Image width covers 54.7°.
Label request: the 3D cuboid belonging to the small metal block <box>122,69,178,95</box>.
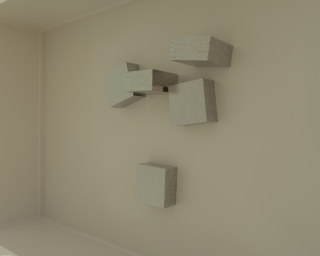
[{"bbox_3d":[-0.012,-0.058,0.399,0.050,0.050,0.025,3,92,39],"label":"small metal block"}]

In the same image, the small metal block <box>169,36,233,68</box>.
[{"bbox_3d":[0.047,-0.085,0.350,0.050,0.050,0.025,11,97,39],"label":"small metal block"}]

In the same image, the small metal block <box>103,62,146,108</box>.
[{"bbox_3d":[-0.052,-0.061,0.447,0.050,0.025,0.050,-21,77,37],"label":"small metal block"}]

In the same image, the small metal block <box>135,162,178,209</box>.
[{"bbox_3d":[-0.006,0.074,0.410,0.050,0.025,0.050,4,92,39],"label":"small metal block"}]

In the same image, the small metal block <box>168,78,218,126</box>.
[{"bbox_3d":[0.039,-0.029,0.373,0.050,0.025,0.050,-8,85,39],"label":"small metal block"}]
